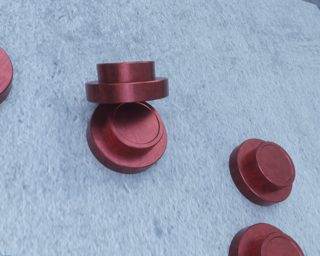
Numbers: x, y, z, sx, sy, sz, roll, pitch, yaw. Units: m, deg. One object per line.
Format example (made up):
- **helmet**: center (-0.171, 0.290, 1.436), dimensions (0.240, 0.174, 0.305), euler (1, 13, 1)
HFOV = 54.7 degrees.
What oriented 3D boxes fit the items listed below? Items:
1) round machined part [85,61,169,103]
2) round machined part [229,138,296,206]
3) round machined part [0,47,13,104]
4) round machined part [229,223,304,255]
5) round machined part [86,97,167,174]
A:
- **round machined part**: center (-0.039, -0.057, 0.370), dimensions (0.099, 0.098, 0.042), euler (-12, 105, -33)
- **round machined part**: center (0.152, 0.058, 0.442), dimensions (0.099, 0.042, 0.098), euler (14, 56, -21)
- **round machined part**: center (-0.207, -0.065, 0.321), dimensions (0.099, 0.042, 0.098), euler (14, 56, -21)
- **round machined part**: center (0.135, 0.163, 0.369), dimensions (0.099, 0.042, 0.098), euler (14, 56, -21)
- **round machined part**: center (-0.035, 0.003, 0.374), dimensions (0.099, 0.042, 0.098), euler (14, 56, -21)
